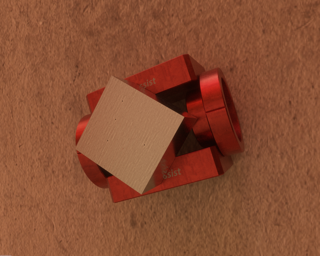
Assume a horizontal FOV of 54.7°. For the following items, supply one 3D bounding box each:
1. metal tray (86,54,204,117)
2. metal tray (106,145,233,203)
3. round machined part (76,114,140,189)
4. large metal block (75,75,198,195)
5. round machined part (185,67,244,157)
[{"bbox_3d":[-0.011,-0.044,0.380,0.130,0.090,0.030,-19,84,18],"label":"metal tray"},{"bbox_3d":[0.015,0.051,0.368,0.130,0.090,0.030,-18,84,18],"label":"metal tray"},{"bbox_3d":[-0.059,0.024,0.391,0.042,0.098,0.097,-16,85,19],"label":"round machined part"},{"bbox_3d":[-0.022,0.005,0.306,0.080,0.050,0.080,31,100,17],"label":"large metal block"},{"bbox_3d":[0.060,-0.015,0.349,0.042,0.098,0.097,-16,85,19],"label":"round machined part"}]
